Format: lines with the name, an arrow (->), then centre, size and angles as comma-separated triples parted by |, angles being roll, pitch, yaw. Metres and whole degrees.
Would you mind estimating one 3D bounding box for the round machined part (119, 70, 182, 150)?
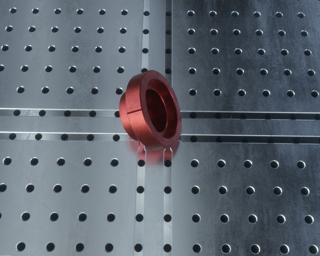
round machined part -> -0.014, -0.020, 0.389 | 0.042, 0.098, 0.098 | -14, 67, 28
